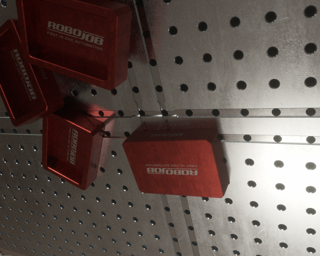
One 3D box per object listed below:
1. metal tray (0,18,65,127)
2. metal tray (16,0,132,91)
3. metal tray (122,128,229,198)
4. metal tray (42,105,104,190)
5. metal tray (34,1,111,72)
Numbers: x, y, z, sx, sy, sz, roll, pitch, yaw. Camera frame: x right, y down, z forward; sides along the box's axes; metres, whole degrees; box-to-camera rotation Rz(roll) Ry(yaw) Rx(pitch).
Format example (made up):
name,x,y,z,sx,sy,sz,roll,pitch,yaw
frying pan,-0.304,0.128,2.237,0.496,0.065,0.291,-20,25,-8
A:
name,x,y,z,sx,sy,sz,roll,pitch,yaw
metal tray,-0.196,-0.075,0.440,0.090,0.030,0.129,-20,93,35
metal tray,-0.099,-0.105,0.353,0.130,0.030,0.089,20,126,16
metal tray,0.021,0.048,0.426,0.130,0.030,0.089,-3,117,29
metal tray,-0.144,0.031,0.500,0.090,0.030,0.129,26,127,11
metal tray,-0.106,-0.137,0.377,0.090,0.030,0.129,18,125,17
